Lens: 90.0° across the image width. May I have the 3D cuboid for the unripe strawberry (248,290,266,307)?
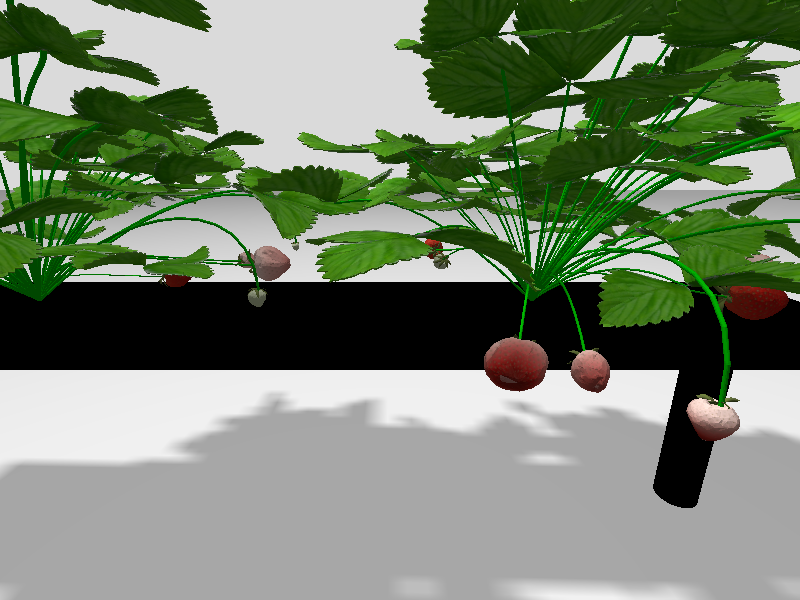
[{"bbox_3d":[-0.118,-0.001,0.332,0.015,0.015,0.014,3,17,9],"label":"unripe strawberry"}]

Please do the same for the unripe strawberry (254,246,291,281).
[{"bbox_3d":[-0.137,-0.039,0.430,0.038,0.038,0.042,-6,18,-20],"label":"unripe strawberry"}]

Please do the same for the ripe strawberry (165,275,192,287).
[{"bbox_3d":[-0.225,-0.026,0.406,0.026,0.028,0.024,-7,18,-23],"label":"ripe strawberry"}]

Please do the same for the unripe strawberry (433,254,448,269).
[{"bbox_3d":[0.049,-0.046,0.489,0.018,0.019,0.020,-9,-11,-27],"label":"unripe strawberry"}]

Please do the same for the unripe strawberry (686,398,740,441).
[{"bbox_3d":[0.134,0.052,0.173,0.018,0.019,0.018,-1,17,-4],"label":"unripe strawberry"}]

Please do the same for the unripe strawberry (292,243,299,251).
[{"bbox_3d":[-0.136,-0.069,0.521,0.010,0.010,0.011,-14,22,-39],"label":"unripe strawberry"}]

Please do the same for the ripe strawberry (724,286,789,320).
[{"bbox_3d":[0.278,-0.002,0.314,0.039,0.033,0.039,6,18,17],"label":"ripe strawberry"}]

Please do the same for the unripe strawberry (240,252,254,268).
[{"bbox_3d":[-0.185,-0.049,0.492,0.020,0.020,0.023,-15,22,-41],"label":"unripe strawberry"}]

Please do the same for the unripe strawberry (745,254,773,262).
[{"bbox_3d":[0.371,-0.032,0.416,0.037,0.032,0.037,-3,17,-12],"label":"unripe strawberry"}]

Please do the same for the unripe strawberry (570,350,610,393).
[{"bbox_3d":[0.099,0.038,0.208,0.019,0.022,0.021,2,31,7],"label":"unripe strawberry"}]

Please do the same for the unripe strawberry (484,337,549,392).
[{"bbox_3d":[0.059,0.035,0.205,0.032,0.029,0.029,6,19,20],"label":"unripe strawberry"}]

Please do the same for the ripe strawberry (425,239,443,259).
[{"bbox_3d":[0.044,-0.072,0.555,0.028,0.030,0.030,-6,18,-20],"label":"ripe strawberry"}]
